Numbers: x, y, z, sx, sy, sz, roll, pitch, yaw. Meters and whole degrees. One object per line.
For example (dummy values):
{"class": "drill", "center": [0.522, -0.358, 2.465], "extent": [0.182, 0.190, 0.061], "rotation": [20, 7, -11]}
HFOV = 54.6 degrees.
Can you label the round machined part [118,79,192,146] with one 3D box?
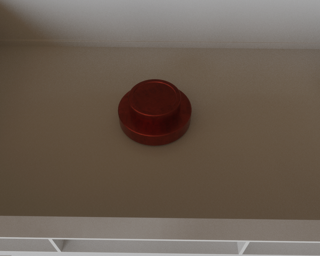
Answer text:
{"class": "round machined part", "center": [-0.007, -0.028, 0.414], "extent": [0.099, 0.042, 0.098], "rotation": [0, 50, 0]}
